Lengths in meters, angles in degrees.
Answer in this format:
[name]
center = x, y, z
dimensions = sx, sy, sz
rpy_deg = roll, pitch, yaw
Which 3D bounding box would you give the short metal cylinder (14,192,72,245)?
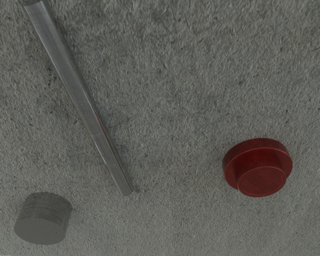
[short metal cylinder]
center = -0.194, 0.152, 0.518
dimensions = 0.081, 0.050, 0.079
rpy_deg = 0, 130, 0

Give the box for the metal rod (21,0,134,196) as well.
[metal rod]
center = -0.088, -0.013, 0.395
dimensions = 0.025, 0.025, 0.299
rpy_deg = -11, 130, 9

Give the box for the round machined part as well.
[round machined part]
center = 0.144, 0.064, 0.452
dimensions = 0.099, 0.042, 0.097
rpy_deg = 0, 130, 0
